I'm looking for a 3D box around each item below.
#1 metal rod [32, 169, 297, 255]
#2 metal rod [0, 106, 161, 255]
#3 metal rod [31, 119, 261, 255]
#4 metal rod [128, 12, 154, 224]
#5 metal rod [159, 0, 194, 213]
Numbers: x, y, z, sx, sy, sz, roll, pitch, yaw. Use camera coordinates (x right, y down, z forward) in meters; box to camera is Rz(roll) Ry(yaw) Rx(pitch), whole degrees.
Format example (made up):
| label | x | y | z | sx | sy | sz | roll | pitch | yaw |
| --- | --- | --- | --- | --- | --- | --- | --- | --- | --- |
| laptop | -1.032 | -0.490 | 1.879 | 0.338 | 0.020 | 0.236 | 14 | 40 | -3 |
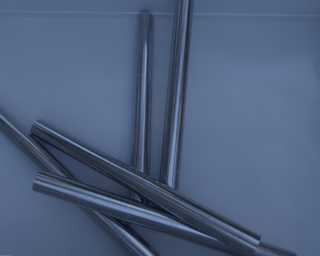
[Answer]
| label | x | y | z | sx | sy | sz | roll | pitch | yaw |
| --- | --- | --- | --- | --- | --- | --- | --- | --- | --- |
| metal rod | 0.008 | 0.106 | 0.348 | 0.302 | 0.025 | 0.025 | 19 | 71 | -2 |
| metal rod | -0.121 | 0.060 | 0.381 | 0.300 | 0.025 | 0.025 | 38 | 74 | 15 |
| metal rod | -0.032 | 0.060 | 0.360 | 0.301 | 0.025 | 0.025 | 25 | 72 | 19 |
| metal rod | -0.024 | -0.027 | 0.419 | 0.025 | 0.025 | 0.299 | 1 | 70 | 0 |
| metal rod | 0.021 | -0.043 | 0.392 | 0.025 | 0.025 | 0.298 | 5 | 82 | 2 |
